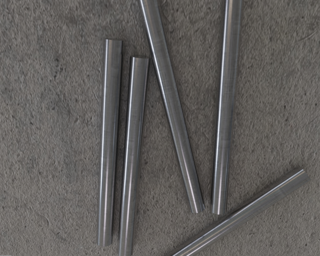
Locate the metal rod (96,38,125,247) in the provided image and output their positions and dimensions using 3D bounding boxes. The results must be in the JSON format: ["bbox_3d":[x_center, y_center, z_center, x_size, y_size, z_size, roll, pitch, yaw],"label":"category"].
[{"bbox_3d":[-0.070,0.033,0.421,0.025,0.025,0.298,5,110,-2],"label":"metal rod"}]

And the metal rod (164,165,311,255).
[{"bbox_3d":[0.089,0.153,0.466,0.300,0.025,0.025,-38,106,12],"label":"metal rod"}]

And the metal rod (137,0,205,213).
[{"bbox_3d":[0.019,-0.019,0.402,0.025,0.025,0.298,-13,110,4],"label":"metal rod"}]

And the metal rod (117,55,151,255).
[{"bbox_3d":[-0.039,0.052,0.428,0.025,0.025,0.298,5,110,-2],"label":"metal rod"}]

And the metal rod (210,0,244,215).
[{"bbox_3d":[0.084,-0.020,0.402,0.025,0.025,0.298,0,110,0],"label":"metal rod"}]
